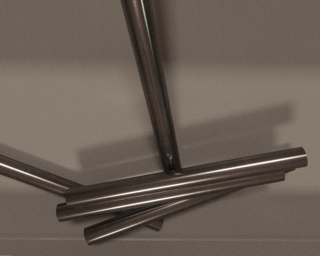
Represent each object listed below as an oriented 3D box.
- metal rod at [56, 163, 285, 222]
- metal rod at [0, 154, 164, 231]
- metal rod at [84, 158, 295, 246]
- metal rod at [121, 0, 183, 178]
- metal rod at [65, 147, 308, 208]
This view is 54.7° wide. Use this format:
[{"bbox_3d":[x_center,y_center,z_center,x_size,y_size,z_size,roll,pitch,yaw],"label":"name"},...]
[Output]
[{"bbox_3d":[0.010,0.086,0.413,0.302,0.025,0.025,-12,110,4],"label":"metal rod"},{"bbox_3d":[-0.137,0.085,0.440,0.302,0.025,0.025,23,108,-9],"label":"metal rod"},{"bbox_3d":[0.041,0.099,0.431,0.301,0.025,0.025,-20,109,0],"label":"metal rod"},{"bbox_3d":[-0.002,-0.026,0.337,0.025,0.025,0.298,-10,135,3],"label":"metal rod"},{"bbox_3d":[0.029,0.064,0.393,0.302,0.025,0.025,-11,110,5],"label":"metal rod"}]
